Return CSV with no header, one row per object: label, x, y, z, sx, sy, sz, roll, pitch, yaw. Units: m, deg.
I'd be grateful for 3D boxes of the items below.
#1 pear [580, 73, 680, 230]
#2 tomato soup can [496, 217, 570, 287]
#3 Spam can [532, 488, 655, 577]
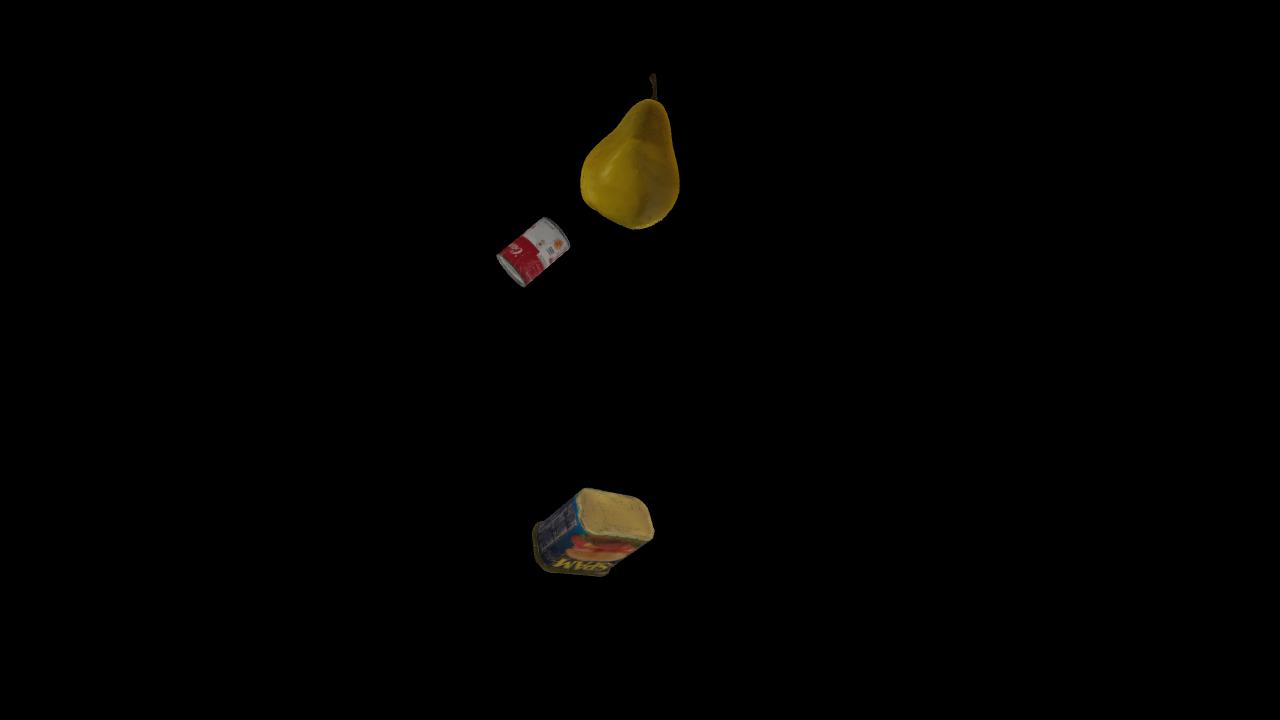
pear,0.002,-0.160,0.476,0.080,0.111,0.080,24,17,-8
tomato soup can,-0.170,-0.175,0.991,0.101,0.068,0.068,-43,13,-14
Spam can,-0.048,0.182,0.652,0.101,0.058,0.085,20,-51,-37
